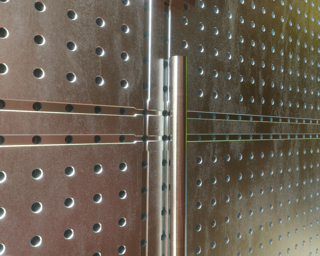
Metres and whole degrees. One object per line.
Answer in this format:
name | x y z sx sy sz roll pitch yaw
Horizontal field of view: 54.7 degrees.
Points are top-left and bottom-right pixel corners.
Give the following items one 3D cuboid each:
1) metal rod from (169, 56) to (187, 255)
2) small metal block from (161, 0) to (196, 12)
metal rod | 0.025 0.051 0.432 0.025 0.025 0.298 0 90 -40
small metal block | 0.025 -0.199 0.432 0.050 0.025 0.050 11 83 -40
